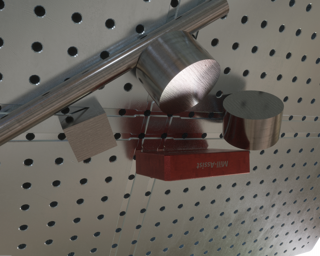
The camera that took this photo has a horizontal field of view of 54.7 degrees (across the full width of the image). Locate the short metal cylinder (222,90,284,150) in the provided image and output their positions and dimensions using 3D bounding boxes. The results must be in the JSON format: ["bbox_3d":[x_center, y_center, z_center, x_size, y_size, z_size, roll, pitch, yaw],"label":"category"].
[{"bbox_3d":[0.129,-0.013,0.439,0.081,0.080,0.050,-18,126,-18],"label":"short metal cylinder"}]

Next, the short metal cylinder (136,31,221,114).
[{"bbox_3d":[0.020,-0.061,0.350,0.080,0.050,0.080,-28,153,-16],"label":"short metal cylinder"}]

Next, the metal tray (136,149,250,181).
[{"bbox_3d":[0.044,0.046,0.419,0.131,0.090,0.030,0,89,-28],"label":"metal tray"}]

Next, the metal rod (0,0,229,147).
[{"bbox_3d":[-0.054,-0.066,0.341,0.301,0.025,0.025,-32,129,-8],"label":"metal rod"}]

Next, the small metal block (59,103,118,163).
[{"bbox_3d":[-0.084,0.006,0.369,0.050,0.025,0.050,-24,127,-14],"label":"small metal block"}]
